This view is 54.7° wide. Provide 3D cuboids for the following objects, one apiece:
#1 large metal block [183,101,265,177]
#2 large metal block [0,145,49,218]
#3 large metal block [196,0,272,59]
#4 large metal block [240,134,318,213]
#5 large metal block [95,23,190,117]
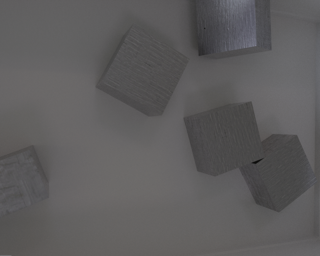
[{"bbox_3d":[0.088,0.013,0.430,0.081,0.050,0.080,-17,96,-19],"label":"large metal block"},{"bbox_3d":[-0.165,0.058,0.321,0.081,0.080,0.050,-22,98,-19],"label":"large metal block"},{"bbox_3d":[0.097,-0.138,0.407,0.050,0.080,0.079,-8,96,-51],"label":"large metal block"},{"bbox_3d":[0.173,0.064,0.461,0.080,0.050,0.080,-31,100,-17],"label":"large metal block"},{"bbox_3d":[-0.022,-0.069,0.389,0.080,0.050,0.080,29,81,-18],"label":"large metal block"}]
